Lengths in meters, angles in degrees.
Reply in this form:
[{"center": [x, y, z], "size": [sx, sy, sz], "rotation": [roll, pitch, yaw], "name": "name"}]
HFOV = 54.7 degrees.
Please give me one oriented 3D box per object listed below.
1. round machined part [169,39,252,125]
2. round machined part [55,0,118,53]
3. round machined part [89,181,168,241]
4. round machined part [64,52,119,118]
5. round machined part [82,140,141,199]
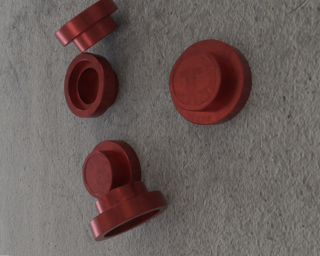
[{"center": [0.049, -0.052, 0.353], "size": [0.098, 0.042, 0.097], "rotation": [0, 90, 40], "name": "round machined part"}, {"center": [-0.101, -0.146, 0.454], "size": [0.098, 0.098, 0.042], "rotation": [-19, 115, 38], "name": "round machined part"}, {"center": [-0.043, 0.102, 0.393], "size": [0.098, 0.099, 0.042], "rotation": [-41, 65, 32], "name": "round machined part"}, {"center": [-0.102, -0.064, 0.478], "size": [0.098, 0.042, 0.097], "rotation": [0, 90, 40], "name": "round machined part"}, {"center": [-0.078, 0.067, 0.458], "size": [0.098, 0.042, 0.097], "rotation": [0, 90, 40], "name": "round machined part"}]
